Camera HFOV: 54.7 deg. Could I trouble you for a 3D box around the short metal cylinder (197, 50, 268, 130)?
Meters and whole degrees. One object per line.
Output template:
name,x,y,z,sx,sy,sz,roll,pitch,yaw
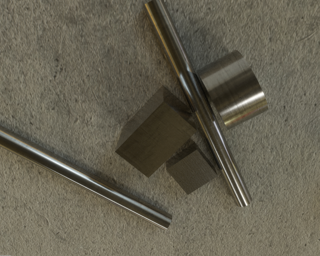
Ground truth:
short metal cylinder,0.084,-0.044,0.365,0.050,0.080,0.080,-28,108,10

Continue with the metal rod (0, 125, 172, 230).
metal rod,-0.116,0.066,0.432,0.301,0.025,0.025,30,107,-11

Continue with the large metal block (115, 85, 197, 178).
large metal block,-0.005,0.001,0.381,0.050,0.080,0.080,41,105,-14

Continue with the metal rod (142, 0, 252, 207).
metal rod,0.056,-0.020,0.402,0.025,0.025,0.299,-25,109,8

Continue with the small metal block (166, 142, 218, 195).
small metal block,0.044,0.057,0.431,0.050,0.025,0.050,-35,107,12
